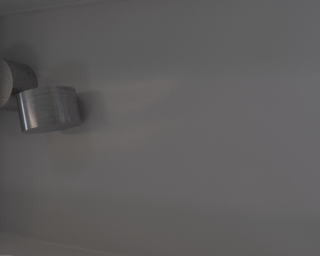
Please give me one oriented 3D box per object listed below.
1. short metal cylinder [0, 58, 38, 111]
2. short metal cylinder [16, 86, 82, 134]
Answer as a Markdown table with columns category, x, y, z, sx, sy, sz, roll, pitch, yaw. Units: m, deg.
| category | x | y | z | sx | sy | sz | roll | pitch | yaw |
| --- | --- | --- | --- | --- | --- | --- | --- | --- | --- |
| short metal cylinder | -0.241 | -0.066 | 0.482 | 0.080 | 0.050 | 0.080 | 0 | 90 | 20 |
| short metal cylinder | -0.155 | -0.024 | 0.436 | 0.080 | 0.080 | 0.050 | -13 | 86 | 19 |
